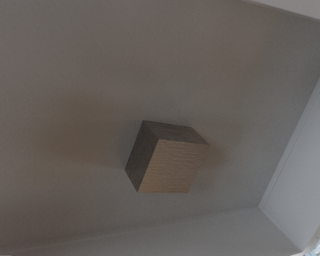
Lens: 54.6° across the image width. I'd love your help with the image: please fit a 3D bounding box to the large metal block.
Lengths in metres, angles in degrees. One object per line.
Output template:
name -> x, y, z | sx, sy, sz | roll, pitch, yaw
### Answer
large metal block -> 0.008, 0.041, 0.421 | 0.081, 0.050, 0.080 | 8, 115, -32
